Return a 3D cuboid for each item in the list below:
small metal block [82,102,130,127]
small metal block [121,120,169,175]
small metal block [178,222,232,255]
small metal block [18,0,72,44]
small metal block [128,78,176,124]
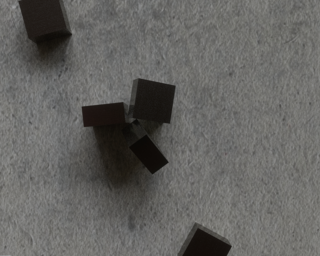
[{"bbox_3d":[-0.068,-0.016,0.397,0.050,0.050,0.025,-6,90,0],"label":"small metal block"},{"bbox_3d":[-0.020,0.022,0.388,0.025,0.050,0.050,-37,119,0],"label":"small metal block"},{"bbox_3d":[0.059,0.162,0.411,0.050,0.025,0.050,29,90,-1],"label":"small metal block"},{"bbox_3d":[-0.150,-0.145,0.408,0.050,0.025,0.050,-15,90,-1],"label":"small metal block"},{"bbox_3d":[-0.011,-0.034,0.402,0.050,0.025,0.050,9,90,-20],"label":"small metal block"}]
